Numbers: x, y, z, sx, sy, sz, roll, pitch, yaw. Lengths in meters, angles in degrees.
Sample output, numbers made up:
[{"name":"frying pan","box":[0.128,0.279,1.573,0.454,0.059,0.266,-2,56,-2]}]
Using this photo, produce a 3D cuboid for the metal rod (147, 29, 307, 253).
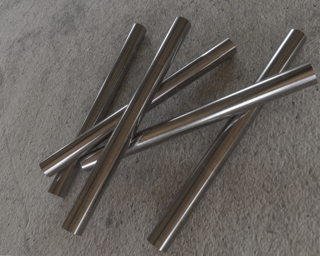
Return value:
[{"name":"metal rod","box":[0.083,0.006,0.356,0.025,0.025,0.300,28,77,37]}]

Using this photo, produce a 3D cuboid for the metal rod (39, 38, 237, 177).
[{"name":"metal rod","box":[-0.028,-0.028,0.418,0.301,0.025,0.025,-34,51,-1]}]

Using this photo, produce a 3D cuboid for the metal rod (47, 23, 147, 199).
[{"name":"metal rod","box":[-0.088,-0.038,0.473,0.025,0.025,0.300,9,66,32]}]

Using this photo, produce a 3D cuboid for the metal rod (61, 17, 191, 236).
[{"name":"metal rod","box":[-0.033,-0.015,0.384,0.025,0.025,0.300,16,71,34]}]

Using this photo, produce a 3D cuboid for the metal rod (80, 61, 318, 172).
[{"name":"metal rod","box":[0.026,-0.004,0.369,0.300,0.025,0.025,-22,53,23]}]
